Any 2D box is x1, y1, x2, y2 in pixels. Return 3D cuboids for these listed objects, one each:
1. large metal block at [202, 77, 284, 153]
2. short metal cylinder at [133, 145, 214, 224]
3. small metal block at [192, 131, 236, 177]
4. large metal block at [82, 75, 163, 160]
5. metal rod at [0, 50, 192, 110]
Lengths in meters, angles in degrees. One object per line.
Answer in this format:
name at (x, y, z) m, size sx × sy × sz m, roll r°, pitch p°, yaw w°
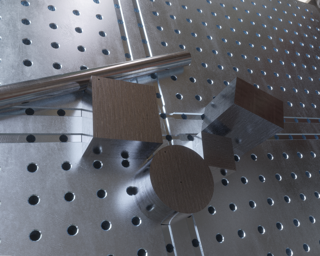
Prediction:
large metal block at (0.118, -0.016, 0.449) m, size 0.080 × 0.080 × 0.050 m, roll 25°, pitch 53°, yaw -13°
short metal cylinder at (0.015, 0.066, 0.361) m, size 0.081 × 0.050 × 0.080 m, roll 14°, pitch 56°, yaw -21°
small metal block at (0.074, 0.037, 0.428) m, size 0.050 × 0.025 × 0.050 m, roll 12°, pitch 57°, yaw -22°
large metal block at (-0.048, -0.010, 0.374) m, size 0.081 × 0.050 × 0.080 m, roll 6°, pitch 59°, yaw -25°
metal rod at (-0.072, -0.070, 0.413) m, size 0.302 × 0.025 × 0.025 m, roll -21°, pitch 73°, yaw -36°
